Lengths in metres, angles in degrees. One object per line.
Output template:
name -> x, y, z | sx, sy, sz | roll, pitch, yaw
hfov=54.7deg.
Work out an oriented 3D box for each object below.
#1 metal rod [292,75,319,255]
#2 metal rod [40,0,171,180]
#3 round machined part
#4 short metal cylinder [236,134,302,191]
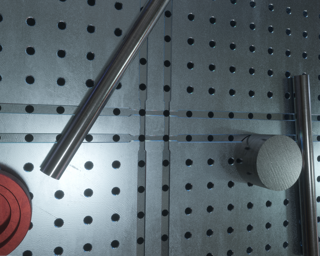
metal rod -> 0.237, 0.065, 0.502 | 0.025, 0.025, 0.298 | -5, 92, -20
metal rod -> -0.057, -0.073, 0.392 | 0.025, 0.025, 0.300 | 33, 79, -18
round machined part -> -0.191, 0.091, 0.333 | 0.099, 0.042, 0.097 | 0, 90, -21
short metal cylinder -> 0.161, 0.049, 0.461 | 0.081, 0.050, 0.079 | 0, 90, -20
